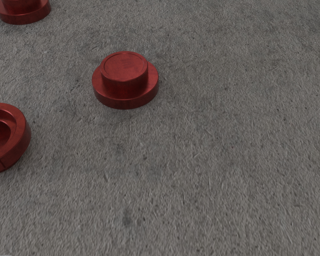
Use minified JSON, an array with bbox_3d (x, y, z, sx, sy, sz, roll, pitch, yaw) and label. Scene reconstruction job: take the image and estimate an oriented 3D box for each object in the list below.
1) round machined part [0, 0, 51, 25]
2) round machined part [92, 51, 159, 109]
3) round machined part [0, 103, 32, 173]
[{"bbox_3d":[-0.265,-0.243,0.595,0.099,0.042,0.098,0,50,0],"label":"round machined part"},{"bbox_3d":[-0.051,-0.077,0.456,0.099,0.042,0.098,0,50,0],"label":"round machined part"},{"bbox_3d":[-0.207,0.018,0.375,0.099,0.042,0.098,0,50,0],"label":"round machined part"}]
